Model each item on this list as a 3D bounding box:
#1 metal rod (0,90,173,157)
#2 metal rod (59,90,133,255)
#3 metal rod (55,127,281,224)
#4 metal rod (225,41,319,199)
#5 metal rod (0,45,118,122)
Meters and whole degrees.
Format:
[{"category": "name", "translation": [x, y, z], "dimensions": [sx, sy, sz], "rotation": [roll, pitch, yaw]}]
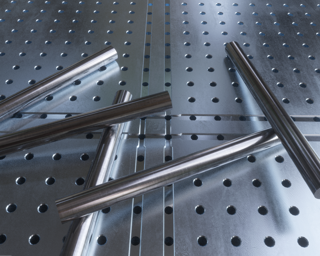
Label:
[{"category": "metal rod", "translation": [-0.133, 0.005, 0.378], "dimensions": [0.302, 0.025, 0.025], "rotation": [-16, 52, -5]}, {"category": "metal rod", "translation": [-0.074, 0.068, 0.349], "dimensions": [0.025, 0.025, 0.300], "rotation": [7, 50, 5]}, {"category": "metal rod", "translation": [0.037, 0.042, 0.354], "dimensions": [0.302, 0.025, 0.025], "rotation": [-16, 52, -21]}, {"category": "metal rod", "translation": [0.142, -0.037, 0.412], "dimensions": [0.025, 0.025, 0.300], "rotation": [-6, 42, -5]}, {"category": "metal rod", "translation": [-0.187, -0.045, 0.443], "dimensions": [0.302, 0.025, 0.025], "rotation": [-36, 59, -27]}]
